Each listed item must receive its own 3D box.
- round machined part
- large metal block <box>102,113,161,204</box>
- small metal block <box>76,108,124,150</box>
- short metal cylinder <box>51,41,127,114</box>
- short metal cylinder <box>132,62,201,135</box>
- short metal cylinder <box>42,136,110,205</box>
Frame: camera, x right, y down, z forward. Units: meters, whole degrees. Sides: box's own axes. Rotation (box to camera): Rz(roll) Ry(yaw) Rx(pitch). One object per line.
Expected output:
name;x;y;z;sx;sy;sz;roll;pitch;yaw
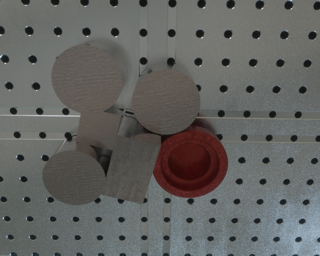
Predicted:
round machined part;0.039;0.042;0.420;0.099;0.042;0.097;0;110;0
large metal block;-0.034;0.036;0.394;0.050;0.080;0.079;15;109;-6
small metal block;-0.080;-0.003;0.411;0.050;0.025;0.050;14;110;-5
short metal cylinder;-0.083;-0.062;0.376;0.081;0.050;0.079;0;110;0
short metal cylinder;0.007;-0.038;0.386;0.081;0.050;0.079;0;110;0
short metal cylinder;-0.110;0.056;0.419;0.081;0.050;0.079;0;110;0
